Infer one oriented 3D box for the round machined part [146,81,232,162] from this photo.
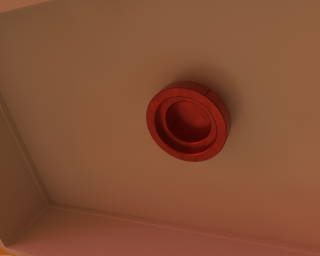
[{"bbox_3d":[0.037,-0.011,0.370,0.098,0.042,0.097,13,124,20],"label":"round machined part"}]
